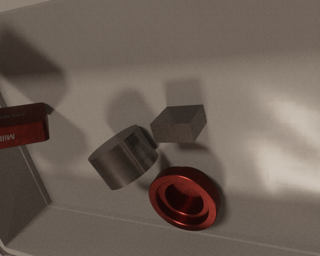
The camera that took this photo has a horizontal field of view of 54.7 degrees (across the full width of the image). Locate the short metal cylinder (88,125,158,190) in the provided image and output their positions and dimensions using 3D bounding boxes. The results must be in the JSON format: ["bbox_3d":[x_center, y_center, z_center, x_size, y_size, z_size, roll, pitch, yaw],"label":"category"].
[{"bbox_3d":[-0.050,0.039,0.422,0.080,0.080,0.050,-25,105,36],"label":"short metal cylinder"}]

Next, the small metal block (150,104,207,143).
[{"bbox_3d":[0.024,-0.006,0.376,0.050,0.050,0.025,-1,118,28],"label":"small metal block"}]

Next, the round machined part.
[{"bbox_3d":[0.037,0.093,0.435,0.098,0.042,0.097,13,124,20],"label":"round machined part"}]

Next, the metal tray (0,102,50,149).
[{"bbox_3d":[-0.229,-0.001,0.440,0.131,0.090,0.030,-10,114,-17],"label":"metal tray"}]
